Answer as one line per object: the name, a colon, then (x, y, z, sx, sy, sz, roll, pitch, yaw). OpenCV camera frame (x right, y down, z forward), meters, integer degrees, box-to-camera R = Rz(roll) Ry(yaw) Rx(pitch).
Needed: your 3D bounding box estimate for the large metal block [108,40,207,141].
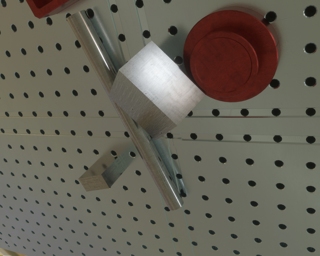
large metal block: (-0.007, -0.038, 0.353, 0.080, 0.050, 0.080, 44, 159, -3)

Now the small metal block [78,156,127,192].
small metal block: (-0.089, 0.071, 0.484, 0.050, 0.050, 0.025, -15, 111, 34)

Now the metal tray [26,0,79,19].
metal tray: (-0.112, -0.191, 0.346, 0.130, 0.030, 0.090, -13, 112, 33)

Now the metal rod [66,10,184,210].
metal rod: (-0.039, -0.011, 0.423, 0.025, 0.025, 0.299, -14, 111, 33)

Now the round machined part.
round machined part: (0.070, -0.070, 0.319, 0.098, 0.042, 0.097, 13, 124, 20)
